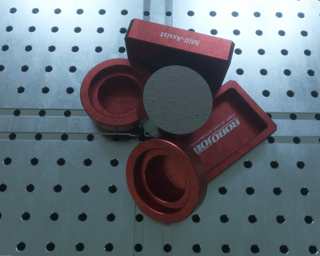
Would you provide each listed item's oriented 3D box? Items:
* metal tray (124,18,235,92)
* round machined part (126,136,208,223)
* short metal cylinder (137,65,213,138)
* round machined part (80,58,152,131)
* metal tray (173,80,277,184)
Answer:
[{"bbox_3d":[0.024,-0.091,0.410,0.131,0.090,0.030,14,71,5],"label":"metal tray"},{"bbox_3d":[0.011,0.057,0.363,0.098,0.042,0.097,7,103,32],"label":"round machined part"},{"bbox_3d":[0.016,-0.028,0.369,0.081,0.050,0.080,2,79,-12],"label":"short metal cylinder"},{"bbox_3d":[-0.053,-0.041,0.417,0.099,0.042,0.098,0,70,-1],"label":"round machined part"},{"bbox_3d":[0.073,0.007,0.407,0.131,0.030,0.090,-35,74,-12],"label":"metal tray"}]
